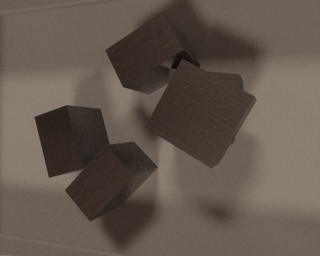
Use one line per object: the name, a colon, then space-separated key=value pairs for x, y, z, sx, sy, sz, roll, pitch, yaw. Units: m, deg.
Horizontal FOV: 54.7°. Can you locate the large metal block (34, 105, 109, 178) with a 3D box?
large metal block: x=-0.113 y=0.017 z=0.420 sx=0.050 sy=0.080 sz=0.080 roll=-17 pitch=85 yaw=19

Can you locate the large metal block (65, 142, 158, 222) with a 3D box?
large metal block: x=-0.059 y=0.065 z=0.401 sx=0.050 sy=0.080 sz=0.080 roll=46 pitch=104 yaw=14

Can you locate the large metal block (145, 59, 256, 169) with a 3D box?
large metal block: x=0.044 y=-0.015 z=0.328 sx=0.080 sy=0.050 sz=0.080 roll=31 pitch=100 yaw=16

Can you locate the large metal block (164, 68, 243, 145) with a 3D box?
large metal block: x=0.053 y=-0.026 z=0.378 sx=0.080 sy=0.050 sz=0.079 roll=8 pitch=93 yaw=19

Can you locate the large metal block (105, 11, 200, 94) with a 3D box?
large metal block: x=-0.006 y=-0.087 z=0.382 sx=0.080 sy=0.080 sz=0.050 roll=-29 pitch=81 yaw=17
